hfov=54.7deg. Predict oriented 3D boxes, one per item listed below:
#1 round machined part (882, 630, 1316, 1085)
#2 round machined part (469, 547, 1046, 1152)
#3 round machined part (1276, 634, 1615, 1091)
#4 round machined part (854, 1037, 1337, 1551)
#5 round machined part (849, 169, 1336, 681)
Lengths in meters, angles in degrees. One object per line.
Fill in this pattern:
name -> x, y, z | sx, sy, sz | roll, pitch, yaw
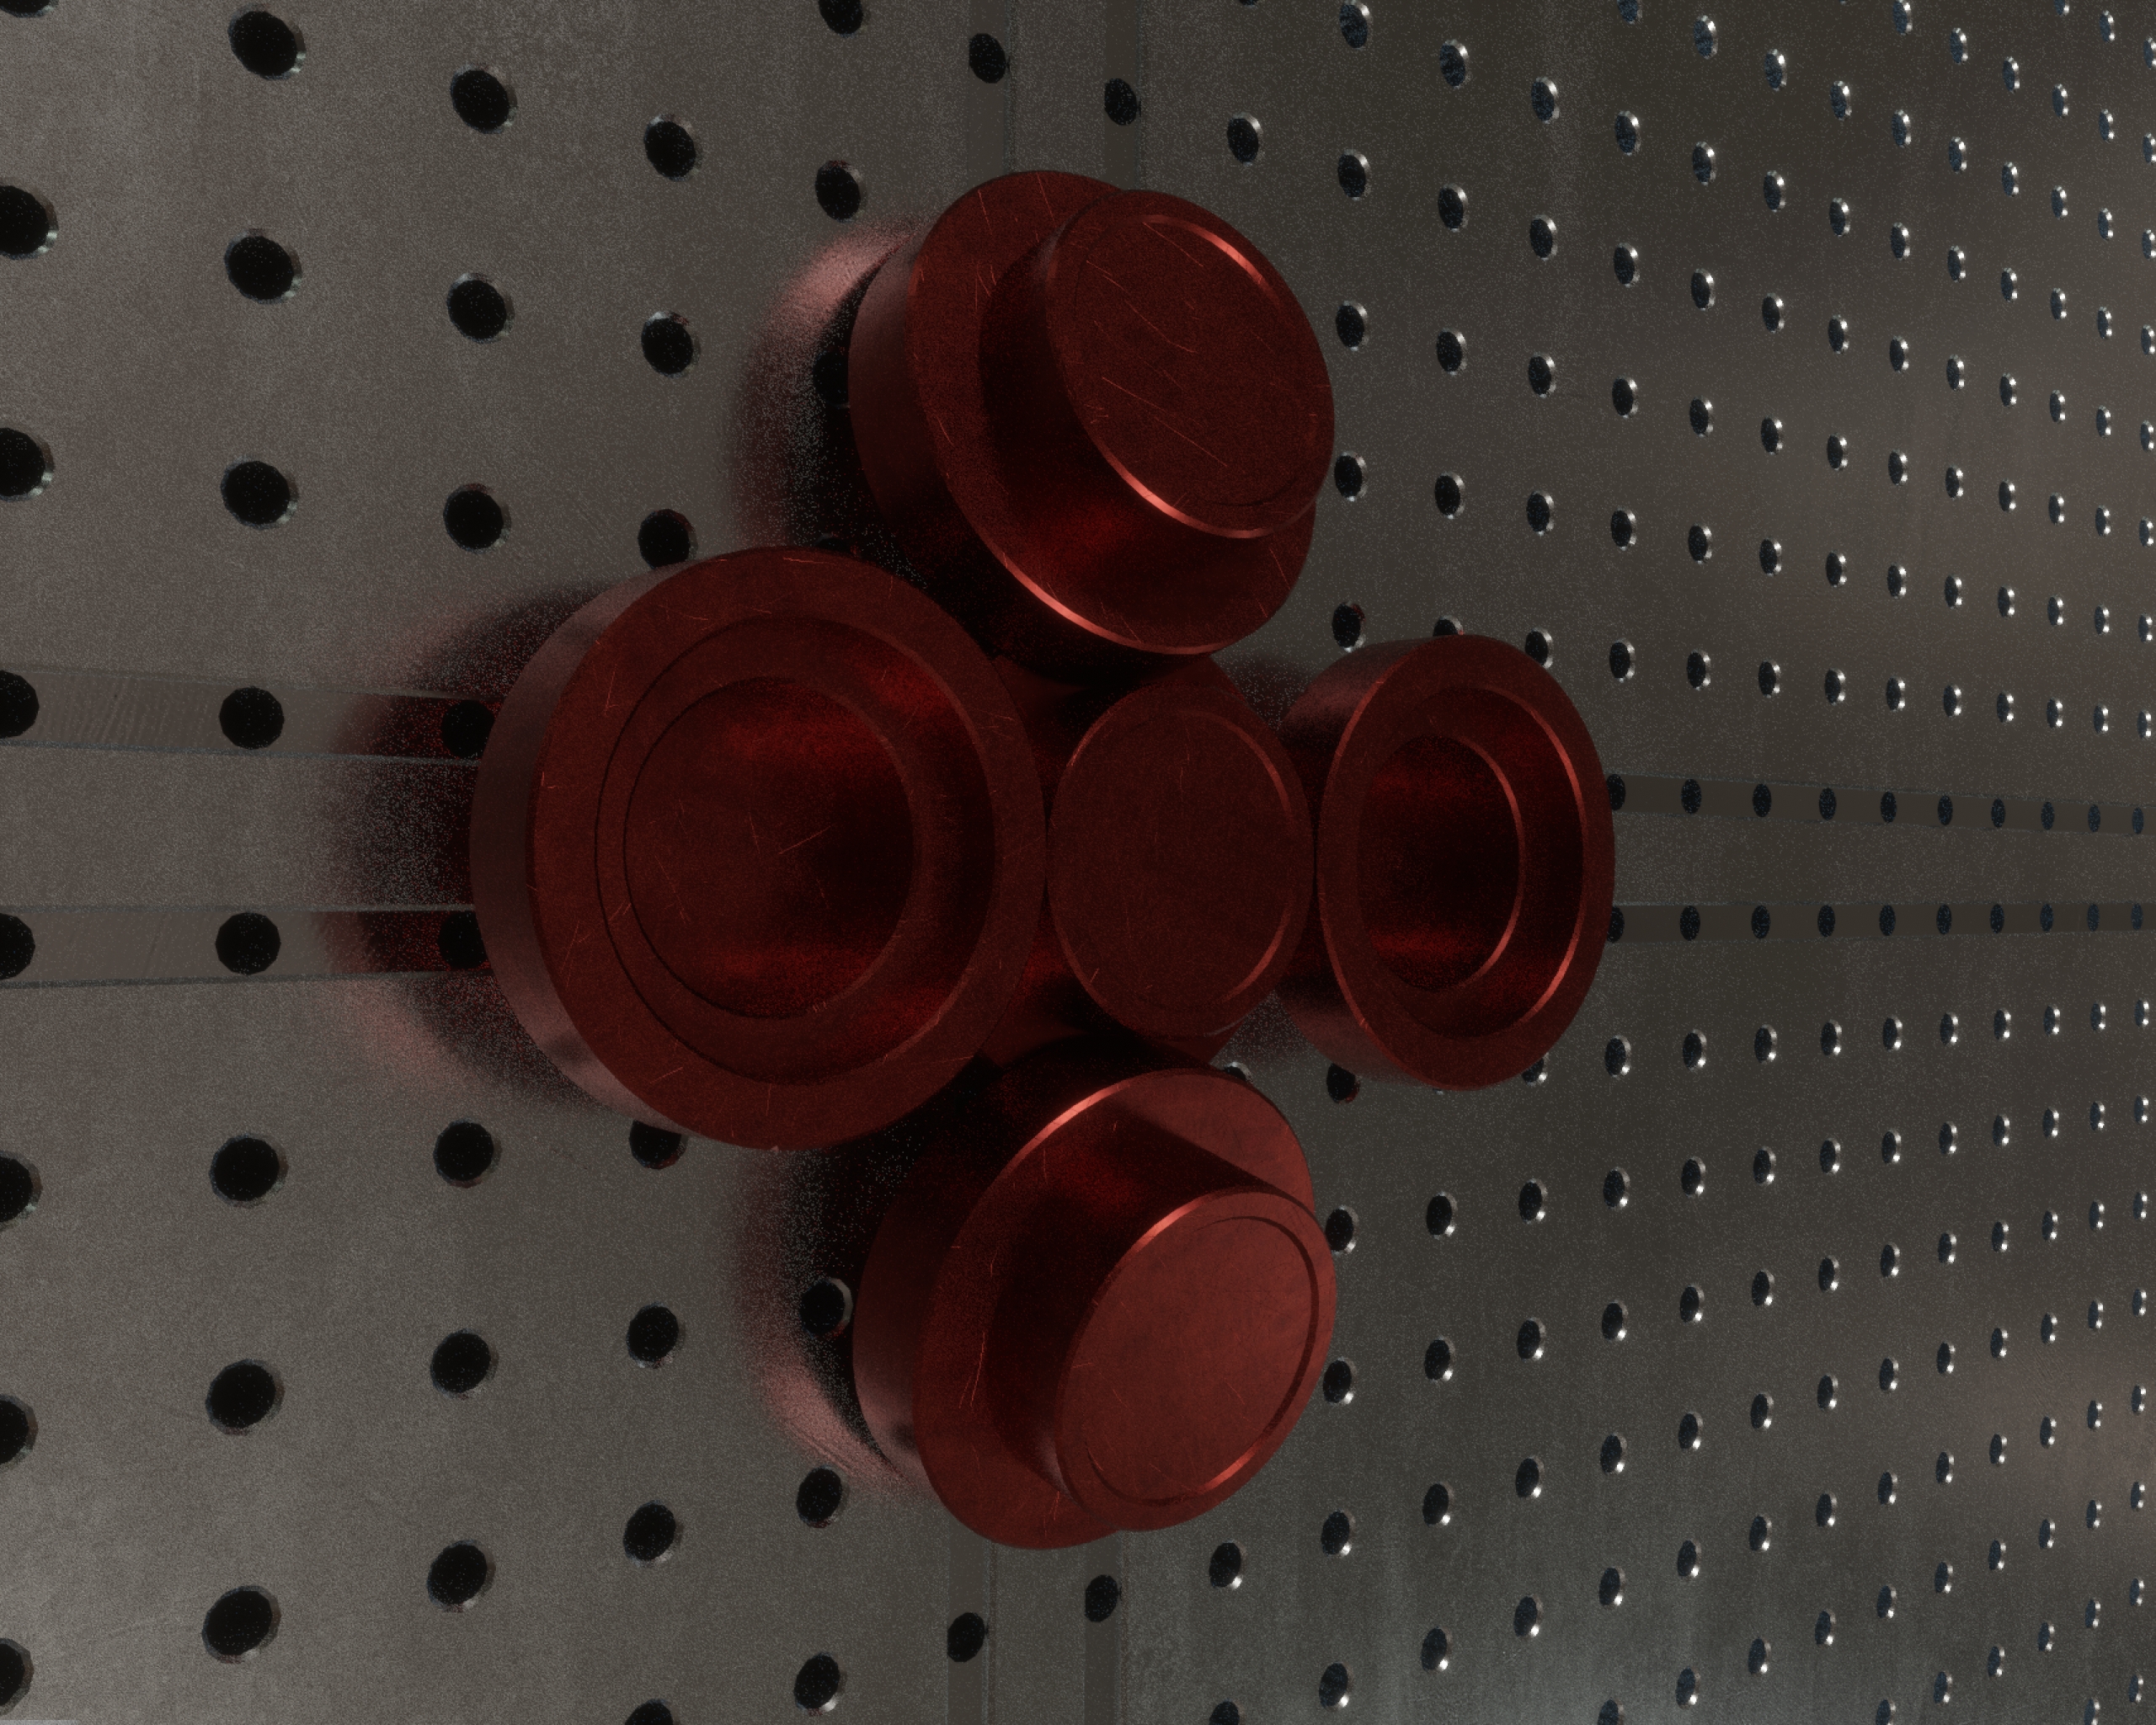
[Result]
round machined part -> 0.008, -0.001, 0.405 | 0.099, 0.042, 0.097 | 0, 90, -40
round machined part -> -0.056, -0.002, 0.352 | 0.099, 0.042, 0.097 | 0, 90, -40
round machined part -> 0.072, 0.000, 0.460 | 0.099, 0.042, 0.097 | 0, 90, -40
round machined part -> 0.010, 0.086, 0.394 | 0.099, 0.042, 0.097 | -15, 114, -36
round machined part -> 0.010, -0.086, 0.393 | 0.099, 0.042, 0.098 | 13, 68, -35
